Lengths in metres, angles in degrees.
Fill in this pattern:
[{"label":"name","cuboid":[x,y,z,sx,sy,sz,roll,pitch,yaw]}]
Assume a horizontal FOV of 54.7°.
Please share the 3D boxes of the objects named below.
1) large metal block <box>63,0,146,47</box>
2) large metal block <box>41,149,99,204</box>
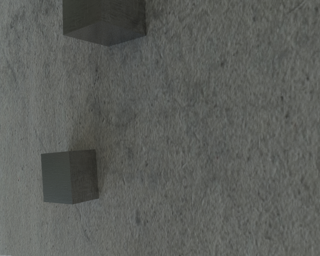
[{"label":"large metal block","cuboid":[-0.077,-0.153,0.430,0.080,0.081,0.050,-2,89,39]},{"label":"large metal block","cuboid":[-0.149,0.078,0.508,0.080,0.050,0.080,-8,85,39]}]
